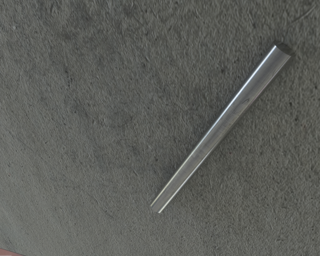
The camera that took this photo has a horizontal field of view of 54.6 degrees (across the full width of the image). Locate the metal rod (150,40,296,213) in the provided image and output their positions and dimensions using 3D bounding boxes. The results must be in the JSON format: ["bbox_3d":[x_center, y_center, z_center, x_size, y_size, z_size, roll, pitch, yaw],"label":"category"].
[{"bbox_3d":[0.058,0.022,0.390,0.025,0.025,0.298,35,129,4],"label":"metal rod"}]
